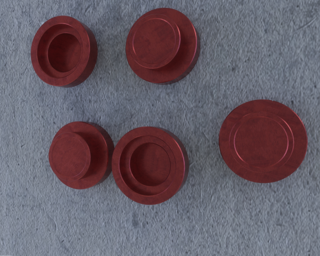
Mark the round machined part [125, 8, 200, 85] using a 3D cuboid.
[{"bbox_3d":[-0.001,-0.107,0.400,0.098,0.042,0.097,0,90,20],"label":"round machined part"}]

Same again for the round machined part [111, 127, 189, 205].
[{"bbox_3d":[-0.010,0.047,0.403,0.098,0.042,0.097,0,90,20],"label":"round machined part"}]

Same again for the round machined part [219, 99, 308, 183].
[{"bbox_3d":[0.117,0.015,0.358,0.098,0.042,0.097,0,90,20],"label":"round machined part"}]

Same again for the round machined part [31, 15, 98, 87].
[{"bbox_3d":[-0.132,-0.107,0.447,0.098,0.042,0.097,0,90,20],"label":"round machined part"}]

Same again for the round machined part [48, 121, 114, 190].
[{"bbox_3d":[-0.118,0.039,0.441,0.098,0.042,0.097,0,90,20],"label":"round machined part"}]
